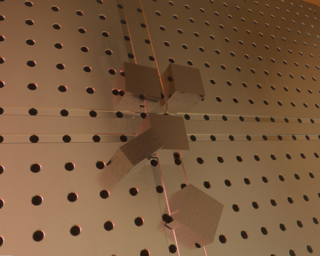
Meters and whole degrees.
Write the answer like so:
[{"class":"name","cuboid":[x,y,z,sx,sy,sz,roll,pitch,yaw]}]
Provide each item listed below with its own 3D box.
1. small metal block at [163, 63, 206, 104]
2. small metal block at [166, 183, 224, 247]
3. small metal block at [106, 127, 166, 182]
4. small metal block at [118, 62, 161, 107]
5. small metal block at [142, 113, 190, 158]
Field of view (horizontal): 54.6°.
[{"class":"small metal block","cuboid":[0.036,-0.066,0.467,0.050,0.025,0.050,6,59,-25]},{"class":"small metal block","cuboid":[0.042,0.103,0.368,0.050,0.025,0.050,34,51,-6]},{"class":"small metal block","cuboid":[-0.029,0.031,0.357,0.050,0.050,0.025,-33,80,-38]},{"class":"small metal block","cuboid":[-0.029,-0.060,0.429,0.050,0.025,0.050,7,59,-24]},{"class":"small metal block","cuboid":[0.007,0.011,0.405,0.050,0.025,0.050,5,60,-26]}]
